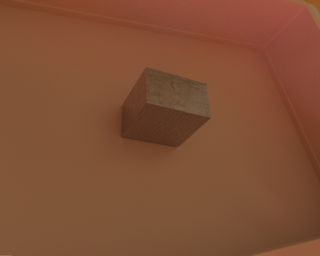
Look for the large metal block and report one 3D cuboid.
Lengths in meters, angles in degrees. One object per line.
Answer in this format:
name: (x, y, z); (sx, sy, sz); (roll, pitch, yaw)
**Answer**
large metal block: (0.005, -0.022, 0.385); (0.081, 0.080, 0.050); (12, 57, -22)
